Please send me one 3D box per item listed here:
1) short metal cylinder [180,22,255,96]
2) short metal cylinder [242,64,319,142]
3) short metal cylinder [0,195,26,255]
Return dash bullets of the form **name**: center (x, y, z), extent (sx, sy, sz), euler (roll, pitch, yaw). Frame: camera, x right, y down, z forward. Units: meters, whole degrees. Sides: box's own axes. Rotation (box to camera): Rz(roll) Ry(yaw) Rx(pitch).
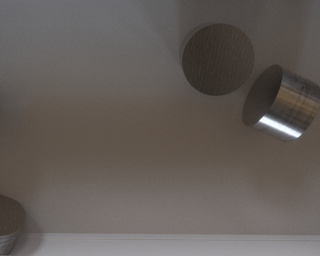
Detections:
- **short metal cylinder**: center (0.065, -0.083, 0.368), extent (0.081, 0.050, 0.079), euler (0, 110, 0)
- **short metal cylinder**: center (0.143, -0.029, 0.372), extent (0.050, 0.080, 0.080), euler (23, 108, -8)
- **short metal cylinder**: center (-0.237, 0.138, 0.431), extent (0.080, 0.080, 0.050), euler (26, 108, -9)
